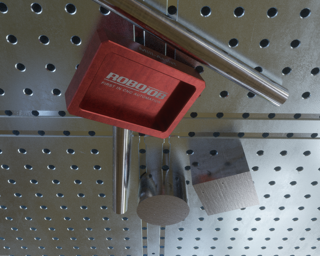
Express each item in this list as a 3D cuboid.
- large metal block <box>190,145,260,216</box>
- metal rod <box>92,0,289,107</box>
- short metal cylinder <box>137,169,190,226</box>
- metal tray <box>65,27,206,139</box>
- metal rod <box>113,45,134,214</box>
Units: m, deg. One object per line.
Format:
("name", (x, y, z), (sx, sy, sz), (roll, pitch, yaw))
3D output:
("large metal block", (0.097, 0.081, 0.466), (0.080, 0.050, 0.080), (-17, 129, 13))
("metal rod", (0.020, -0.097, 0.329), (0.302, 0.025, 0.025), (25, 126, -20))
("short metal cylinder", (0.005, 0.110, 0.489), (0.081, 0.050, 0.079), (0, 130, 0))
("metal tray", (-0.025, -0.042, 0.342), (0.131, 0.030, 0.089), (16, 122, -33))
("metal rod", (-0.053, 0.023, 0.430), (0.025, 0.025, 0.298), (4, 130, -4))
